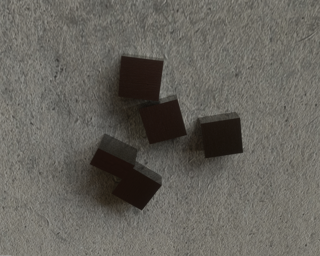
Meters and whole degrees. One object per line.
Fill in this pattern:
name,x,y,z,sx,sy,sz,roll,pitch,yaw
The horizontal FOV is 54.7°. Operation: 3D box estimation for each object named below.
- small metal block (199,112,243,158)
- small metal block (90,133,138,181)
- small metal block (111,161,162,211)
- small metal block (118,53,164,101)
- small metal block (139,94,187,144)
small metal block,0.081,0.009,0.414,0.050,0.025,0.050,-9,110,3
small metal block,-0.060,0.037,0.410,0.050,0.050,0.025,27,108,-10
small metal block,-0.032,0.080,0.439,0.050,0.025,0.050,33,107,-12
small metal block,-0.024,-0.063,0.386,0.050,0.025,0.050,7,110,-3
small metal block,0.004,-0.011,0.405,0.050,0.025,0.050,-15,110,5
